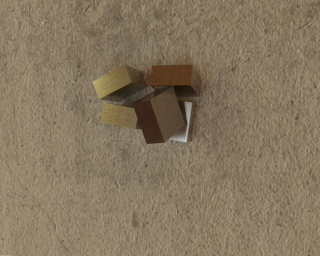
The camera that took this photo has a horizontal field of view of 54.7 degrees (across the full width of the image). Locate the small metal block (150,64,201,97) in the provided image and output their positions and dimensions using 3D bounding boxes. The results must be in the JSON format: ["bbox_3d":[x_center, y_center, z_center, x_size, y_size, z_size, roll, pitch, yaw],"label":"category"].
[{"bbox_3d":[0.021,-0.058,0.386,0.050,0.050,0.025,2,81,20],"label":"small metal block"}]

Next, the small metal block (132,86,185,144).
[{"bbox_3d":[0.000,-0.015,0.359,0.025,0.050,0.050,-7,109,36],"label":"small metal block"}]

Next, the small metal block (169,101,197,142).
[{"bbox_3d":[0.017,-0.010,0.403,0.050,0.025,0.050,9,93,19],"label":"small metal block"}]

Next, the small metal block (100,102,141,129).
[{"bbox_3d":[-0.042,-0.016,0.411,0.050,0.050,0.025,12,94,19],"label":"small metal block"}]

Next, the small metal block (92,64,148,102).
[{"bbox_3d":[-0.052,-0.058,0.414,0.050,0.050,0.025,-24,82,18],"label":"small metal block"}]
